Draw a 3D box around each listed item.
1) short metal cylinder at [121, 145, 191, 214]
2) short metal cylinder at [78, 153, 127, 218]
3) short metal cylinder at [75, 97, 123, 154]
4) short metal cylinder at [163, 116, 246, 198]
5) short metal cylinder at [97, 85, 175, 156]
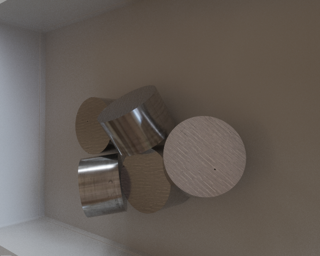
[{"bbox_3d":[-0.003,0.062,0.389,0.080,0.050,0.079,0,90,39],"label":"short metal cylinder"},{"bbox_3d":[-0.076,0.077,0.420,0.050,0.080,0.080,-8,83,-3],"label":"short metal cylinder"},{"bbox_3d":[-0.077,-0.003,0.448,0.080,0.050,0.079,0,90,39],"label":"short metal cylinder"},{"bbox_3d":[0.043,0.032,0.325,0.081,0.050,0.080,0,76,-1],"label":"short metal cylinder"},{"bbox_3d":[-0.029,-0.010,0.381,0.080,0.080,0.050,-10,119,39],"label":"short metal cylinder"}]
